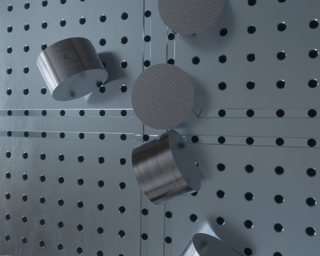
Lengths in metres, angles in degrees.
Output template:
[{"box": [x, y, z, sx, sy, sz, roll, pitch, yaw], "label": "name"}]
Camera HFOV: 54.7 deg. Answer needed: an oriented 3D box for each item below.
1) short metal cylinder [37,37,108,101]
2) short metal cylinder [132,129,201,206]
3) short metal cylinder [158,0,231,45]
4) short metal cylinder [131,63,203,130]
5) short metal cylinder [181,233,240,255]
[{"box": [-0.119, -0.079, 0.425, 0.080, 0.080, 0.050, -31, 80, 17], "label": "short metal cylinder"}, {"box": [0.009, 0.048, 0.380, 0.050, 0.080, 0.080, -26, 82, 18], "label": "short metal cylinder"}, {"box": [0.044, -0.149, 0.384, 0.080, 0.050, 0.079, 0, 90, 20], "label": "short metal cylinder"}, {"box": [0.011, -0.038, 0.395, 0.080, 0.050, 0.079, 0, 90, 20], "label": "short metal cylinder"}, {"box": [0.060, 0.170, 0.362, 0.080, 0.080, 0.050, 33, 101, 17], "label": "short metal cylinder"}]
